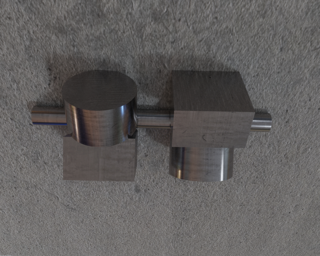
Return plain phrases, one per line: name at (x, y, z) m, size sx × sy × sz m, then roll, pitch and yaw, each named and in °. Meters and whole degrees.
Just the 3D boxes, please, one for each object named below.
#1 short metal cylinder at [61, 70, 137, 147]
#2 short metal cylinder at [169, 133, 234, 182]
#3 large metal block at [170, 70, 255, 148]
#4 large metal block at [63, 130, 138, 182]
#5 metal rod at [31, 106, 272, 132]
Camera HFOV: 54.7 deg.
short metal cylinder at (-0.066, -0.024, 0.351) m, size 0.081 × 0.080 × 0.050 m, roll 3°, pitch 130°, yaw -3°
short metal cylinder at (0.052, 0.033, 0.393) m, size 0.081 × 0.080 × 0.050 m, roll 1°, pitch 95°, yaw -1°
large metal block at (0.054, -0.023, 0.353) m, size 0.081 × 0.080 × 0.050 m, roll 1°, pitch 130°, yaw -1°
large metal block at (-0.070, 0.031, 0.391) m, size 0.081 × 0.080 × 0.050 m, roll 2°, pitch 96°, yaw -2°
metal rod at (-0.009, -0.012, 0.401) m, size 0.302 × 0.025 × 0.025 m, roll 2°, pitch 130°, yaw -2°
